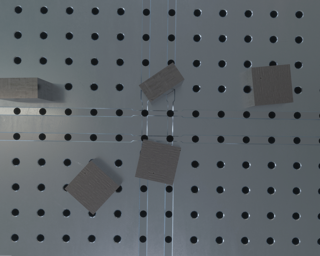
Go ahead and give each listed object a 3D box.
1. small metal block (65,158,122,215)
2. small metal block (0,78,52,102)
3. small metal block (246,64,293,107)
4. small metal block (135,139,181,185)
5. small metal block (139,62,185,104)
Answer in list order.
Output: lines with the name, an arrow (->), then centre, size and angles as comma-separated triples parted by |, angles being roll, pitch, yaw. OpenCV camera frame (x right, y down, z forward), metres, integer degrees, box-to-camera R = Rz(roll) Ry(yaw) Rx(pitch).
small metal block -> -0.088, 0.077, 0.413 | 0.050, 0.025, 0.050 | 43, 90, 0
small metal block -> -0.173, -0.049, 0.400 | 0.050, 0.050, 0.025 | -1, 90, 0
small metal block -> 0.146, -0.056, 0.414 | 0.050, 0.025, 0.050 | -5, 90, 0
small metal block -> -0.002, 0.044, 0.413 | 0.050, 0.025, 0.050 | 13, 90, 0
small metal block -> 0.002, -0.056, 0.401 | 0.050, 0.050, 0.025 | -34, 90, 0
